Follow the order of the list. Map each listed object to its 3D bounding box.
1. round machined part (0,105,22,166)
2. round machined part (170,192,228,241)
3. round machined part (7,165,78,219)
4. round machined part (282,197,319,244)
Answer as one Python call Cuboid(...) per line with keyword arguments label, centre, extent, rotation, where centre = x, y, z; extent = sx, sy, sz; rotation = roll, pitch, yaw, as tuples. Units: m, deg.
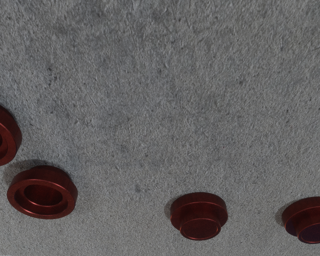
Cuboid(label="round machined part", centre=(-0.227, 0.002, 0.396), extent=(0.099, 0.042, 0.097), rotation=(0, 130, 0))
Cuboid(label="round machined part", centre=(0.067, 0.157, 0.530), extent=(0.099, 0.042, 0.097), rotation=(0, 130, 0))
Cuboid(label="round machined part", centre=(-0.176, 0.095, 0.475), extent=(0.099, 0.042, 0.097), rotation=(0, 130, 0))
Cuboid(label="round machined part", centre=(0.269, 0.166, 0.540), extent=(0.099, 0.042, 0.097), rotation=(0, 130, 0))
